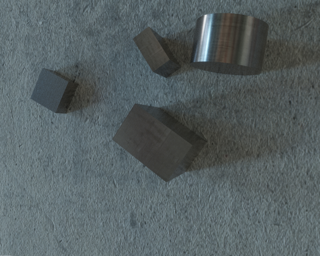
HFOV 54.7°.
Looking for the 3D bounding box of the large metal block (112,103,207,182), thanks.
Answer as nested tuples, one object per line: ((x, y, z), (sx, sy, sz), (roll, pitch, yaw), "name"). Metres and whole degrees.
((0.003, 0.015, 0.378), (0.080, 0.080, 0.050), (37, 102, 16), "large metal block")

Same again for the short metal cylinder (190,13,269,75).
((0.078, -0.092, 0.352), (0.080, 0.080, 0.050), (9, 93, 19), "short metal cylinder")

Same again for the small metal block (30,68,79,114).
((-0.158, -0.055, 0.463), (0.050, 0.025, 0.050), (28, 99, 17), "small metal block")

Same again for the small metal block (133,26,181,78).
((-0.003, -0.095, 0.396), (0.025, 0.050, 0.050), (-34, 79, 17), "small metal block")
